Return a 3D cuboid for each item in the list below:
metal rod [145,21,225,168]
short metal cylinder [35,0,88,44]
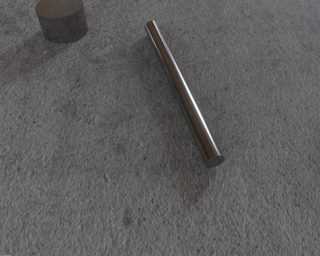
[{"bbox_3d":[0.025,-0.070,0.462,0.025,0.025,0.300,-12,51,-10],"label":"metal rod"},{"bbox_3d":[-0.172,-0.194,0.549,0.081,0.050,0.080,0,50,0],"label":"short metal cylinder"}]
